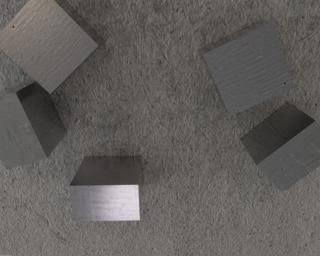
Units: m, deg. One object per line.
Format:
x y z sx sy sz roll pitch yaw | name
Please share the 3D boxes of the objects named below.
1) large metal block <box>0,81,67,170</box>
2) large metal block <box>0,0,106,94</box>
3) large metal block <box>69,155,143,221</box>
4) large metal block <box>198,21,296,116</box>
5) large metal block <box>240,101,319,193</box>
-0.163 -0.009 0.376 0.050 0.080 0.080 -16 110 6 | large metal block
-0.124 -0.100 0.358 0.080 0.050 0.080 -41 105 13 | large metal block
-0.065 0.076 0.408 0.080 0.080 0.050 -1 110 0 | large metal block
0.101 -0.072 0.371 0.080 0.050 0.080 -24 109 8 | large metal block
0.157 0.020 0.389 0.080 0.080 0.050 -41 105 13 | large metal block
